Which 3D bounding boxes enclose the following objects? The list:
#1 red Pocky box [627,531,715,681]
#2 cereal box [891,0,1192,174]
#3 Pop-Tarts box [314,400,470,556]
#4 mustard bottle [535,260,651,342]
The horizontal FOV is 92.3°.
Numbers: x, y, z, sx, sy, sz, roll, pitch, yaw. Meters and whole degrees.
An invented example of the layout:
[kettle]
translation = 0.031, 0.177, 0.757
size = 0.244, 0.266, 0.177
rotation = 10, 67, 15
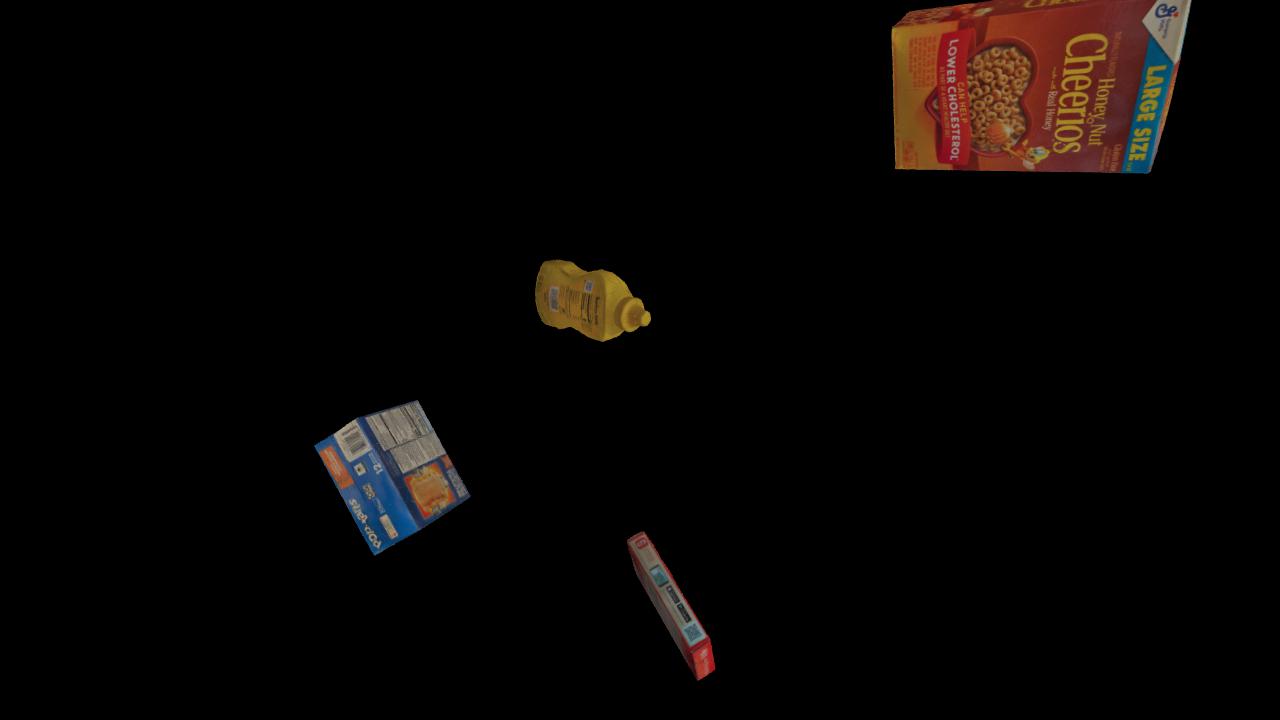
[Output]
[red Pocky box]
translation = 0.035, 0.282, 0.712
size = 0.028, 0.083, 0.155
rotation = -24, 45, -15
[cereal box]
translation = 0.489, -0.349, 0.787
size = 0.306, 0.203, 0.081
rotation = 16, 50, 37
[Pop-Tarts box]
translation = -0.338, 0.157, 0.856
size = 0.083, 0.167, 0.141
rotation = -29, -1, 14
[mustard bottle]
translation = -0.058, -0.071, 0.782
size = 0.184, 0.092, 0.054
rotation = 19, 18, 40
